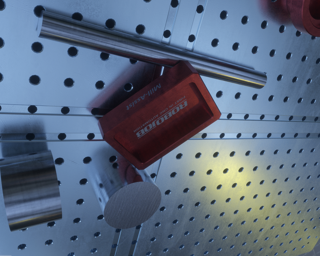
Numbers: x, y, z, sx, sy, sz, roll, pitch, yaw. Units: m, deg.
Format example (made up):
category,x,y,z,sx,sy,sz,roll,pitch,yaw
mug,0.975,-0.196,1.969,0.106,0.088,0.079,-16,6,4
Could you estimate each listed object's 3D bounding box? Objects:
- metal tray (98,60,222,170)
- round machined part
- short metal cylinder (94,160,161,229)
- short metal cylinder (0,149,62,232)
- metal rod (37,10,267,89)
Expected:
category,x,y,z,sx,sy,sz,roll,pitch,yaw
metal tray,0.002,-0.011,0.384,0.130,0.030,0.090,-35,136,5
round machined part,0.209,-0.174,0.406,0.099,0.042,0.097,-14,124,-21
short metal cylinder,-0.045,0.091,0.426,0.081,0.050,0.079,-14,124,-21
short metal cylinder,-0.141,0.067,0.340,0.050,0.080,0.079,-9,122,-24
metal rod,0.016,-0.083,0.368,0.302,0.025,0.025,6,115,-31
